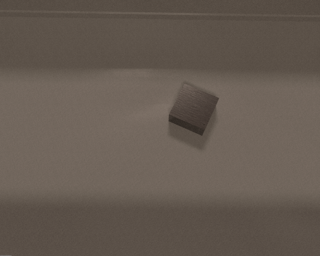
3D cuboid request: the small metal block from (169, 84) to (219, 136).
[{"bbox_3d":[0.045,-0.025,0.419,0.050,0.025,0.050,24,72,8],"label":"small metal block"}]
